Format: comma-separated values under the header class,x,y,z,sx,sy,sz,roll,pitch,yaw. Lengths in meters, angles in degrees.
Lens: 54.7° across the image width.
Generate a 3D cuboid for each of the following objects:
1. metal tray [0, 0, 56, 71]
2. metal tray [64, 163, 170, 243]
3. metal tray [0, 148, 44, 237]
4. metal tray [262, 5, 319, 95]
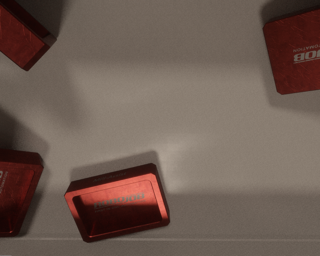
class,x,y,z,sx,sy,sz,roll,pitch,yaw
metal tray,-0.151,-0.106,0.306,0.030,0.130,0.090,-46,114,3
metal tray,-0.059,0.109,0.448,0.131,0.030,0.089,-14,110,4
metal tray,-0.223,0.090,0.416,0.091,0.030,0.129,12,113,-37
metal tray,0.191,-0.092,0.344,0.130,0.030,0.090,-6,114,35
